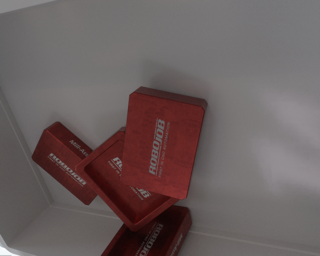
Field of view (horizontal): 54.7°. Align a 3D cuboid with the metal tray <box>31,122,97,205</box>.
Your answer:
[{"bbox_3d":[-0.147,0.062,0.521,0.130,0.030,0.089,40,129,0],"label":"metal tray"}]

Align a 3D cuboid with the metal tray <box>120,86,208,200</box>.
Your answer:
[{"bbox_3d":[0.003,0.020,0.392,0.090,0.030,0.129,13,113,10],"label":"metal tray"}]

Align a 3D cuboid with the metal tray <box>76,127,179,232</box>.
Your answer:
[{"bbox_3d":[-0.044,0.075,0.449,0.090,0.030,0.130,-39,98,10],"label":"metal tray"}]

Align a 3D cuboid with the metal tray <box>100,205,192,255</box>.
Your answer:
[{"bbox_3d":[-0.018,0.165,0.452,0.090,0.131,0.030,2,119,27],"label":"metal tray"}]
